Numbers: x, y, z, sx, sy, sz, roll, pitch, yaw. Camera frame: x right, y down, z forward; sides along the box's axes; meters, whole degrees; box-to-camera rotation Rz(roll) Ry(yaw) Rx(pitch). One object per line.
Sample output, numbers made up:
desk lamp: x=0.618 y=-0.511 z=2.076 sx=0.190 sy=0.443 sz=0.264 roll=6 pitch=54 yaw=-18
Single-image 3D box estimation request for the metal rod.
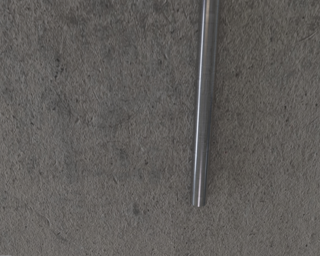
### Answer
metal rod: x=0.057 y=-0.033 z=0.397 sx=0.025 sy=0.025 sz=0.298 roll=0 pitch=110 yaw=0
